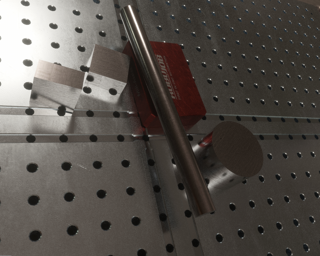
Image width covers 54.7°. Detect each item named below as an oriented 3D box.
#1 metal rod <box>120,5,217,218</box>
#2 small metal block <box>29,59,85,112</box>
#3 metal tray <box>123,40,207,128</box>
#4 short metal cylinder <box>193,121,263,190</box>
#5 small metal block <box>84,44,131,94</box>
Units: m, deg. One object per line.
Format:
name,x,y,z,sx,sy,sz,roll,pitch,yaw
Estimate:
metal rod,0.003,-0.037,0.394,0.025,0.025,0.299,-7,65,-32
small metal block,-0.119,-0.047,0.357,0.050,0.050,0.025,14,56,-21
metal tray,0.004,-0.066,0.449,0.091,0.030,0.130,-4,64,-31
short metal cylinder,0.091,0.037,0.420,0.081,0.050,0.080,14,56,-21
small metal block,-0.070,-0.080,0.420,0.050,0.025,0.050,16,55,-19
